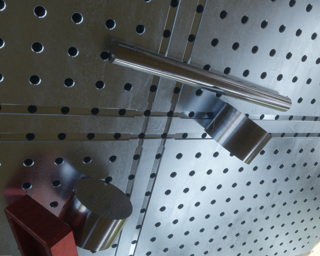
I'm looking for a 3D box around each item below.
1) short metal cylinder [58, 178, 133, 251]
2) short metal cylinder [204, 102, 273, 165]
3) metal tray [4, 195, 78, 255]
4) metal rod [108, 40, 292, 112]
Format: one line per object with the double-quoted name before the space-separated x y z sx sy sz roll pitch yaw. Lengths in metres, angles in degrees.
"short metal cylinder" -0.083 0.109 0.398 0.080 0.080 0.050 19 108 -36
"short metal cylinder" 0.110 0.007 0.440 0.080 0.080 0.050 30 102 -38
"metal tray" -0.140 0.155 0.386 0.030 0.090 0.129 -35 136 -42
"metal rod" 0.075 -0.060 0.414 0.302 0.025 0.025 10 113 -33
